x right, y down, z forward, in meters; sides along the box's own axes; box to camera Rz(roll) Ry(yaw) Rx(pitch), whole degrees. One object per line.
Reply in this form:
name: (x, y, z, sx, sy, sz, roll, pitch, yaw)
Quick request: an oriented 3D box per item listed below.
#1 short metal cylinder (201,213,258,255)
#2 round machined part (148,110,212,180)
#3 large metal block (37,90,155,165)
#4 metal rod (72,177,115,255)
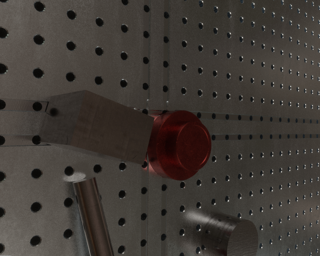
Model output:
short metal cylinder: (0.111, 0.180, 0.489, 0.081, 0.050, 0.079, 0, 90, -40)
round machined part: (0.033, 0.024, 0.428, 0.099, 0.042, 0.097, 0, 90, -40)
large metal block: (-0.066, 0.002, 0.319, 0.080, 0.080, 0.050, 21, 77, -38)
metal rod: (-0.048, 0.202, 0.338, 0.025, 0.025, 0.298, -13, 89, -40)
